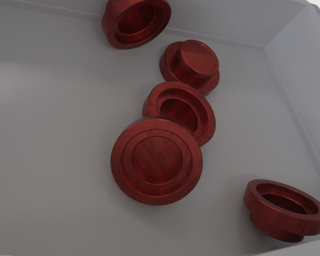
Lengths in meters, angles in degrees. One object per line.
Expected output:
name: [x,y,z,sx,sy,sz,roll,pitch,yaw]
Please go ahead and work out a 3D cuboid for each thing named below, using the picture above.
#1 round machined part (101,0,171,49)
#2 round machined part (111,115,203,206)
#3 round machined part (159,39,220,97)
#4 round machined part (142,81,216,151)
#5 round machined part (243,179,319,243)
round machined part: [-0.037,-0.159,0.436,0.099,0.097,0.042,-17,71,-35]
round machined part: [-0.003,0.034,0.350,0.098,0.098,0.042,34,11,-7]
round machined part: [0.052,-0.098,0.482,0.099,0.042,0.098,14,56,-21]
round machined part: [0.021,-0.011,0.413,0.099,0.042,0.098,14,56,-21]
round machined part: [0.153,0.106,0.390,0.099,0.042,0.098,12,15,-3]
